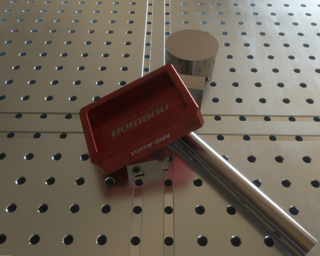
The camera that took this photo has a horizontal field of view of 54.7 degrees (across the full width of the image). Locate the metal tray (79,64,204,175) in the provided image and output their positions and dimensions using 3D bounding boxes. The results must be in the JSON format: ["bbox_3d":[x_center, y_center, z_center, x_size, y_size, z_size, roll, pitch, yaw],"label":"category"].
[{"bbox_3d":[-0.025,-0.013,0.369,0.130,0.030,0.090,-27,51,2],"label":"metal tray"}]

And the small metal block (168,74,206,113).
[{"bbox_3d":[0.034,-0.047,0.431,0.050,0.050,0.025,9,51,7],"label":"small metal block"}]

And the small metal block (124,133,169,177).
[{"bbox_3d":[-0.020,0.028,0.384,0.050,0.025,0.050,-11,51,-9],"label":"small metal block"}]

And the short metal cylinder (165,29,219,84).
[{"bbox_3d":[0.048,-0.110,0.485,0.081,0.050,0.080,0,50,0],"label":"short metal cylinder"}]

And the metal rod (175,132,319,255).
[{"bbox_3d":[0.053,0.032,0.381,0.025,0.025,0.300,-32,57,-24],"label":"metal rod"}]
